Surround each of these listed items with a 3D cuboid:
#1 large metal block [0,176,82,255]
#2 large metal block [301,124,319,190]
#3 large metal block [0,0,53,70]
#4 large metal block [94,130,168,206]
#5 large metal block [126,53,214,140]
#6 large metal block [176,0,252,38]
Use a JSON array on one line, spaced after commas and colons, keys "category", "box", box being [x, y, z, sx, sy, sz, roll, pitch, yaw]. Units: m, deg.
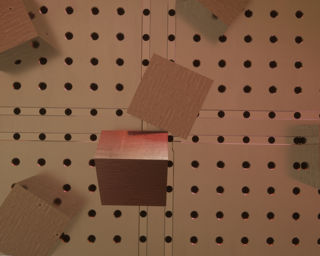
[{"category": "large metal block", "box": [-0.163, 0.121, 0.400, 0.080, 0.050, 0.080, 33, 90, 0]}, {"category": "large metal block", "box": [0.234, 0.035, 0.402, 0.080, 0.050, 0.080, -1, 90, 0]}, {"category": "large metal block", "box": [-0.200, -0.131, 0.400, 0.080, 0.050, 0.080, -24, 90, 0]}, {"category": "large metal block", "box": [-0.032, 0.050, 0.382, 0.080, 0.050, 0.080, 1, 128, 0]}, {"category": "large metal block", "box": [0.012, -0.038, 0.401, 0.080, 0.050, 0.080, 25, 90, 0]}, {"category": "large metal block", "box": [0.078, -0.180, 0.401, 0.080, 0.050, 0.080, 39, 90, 0]}]
